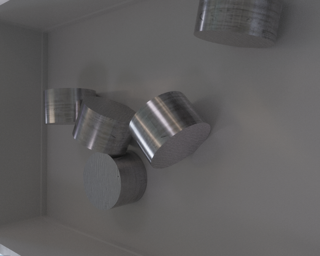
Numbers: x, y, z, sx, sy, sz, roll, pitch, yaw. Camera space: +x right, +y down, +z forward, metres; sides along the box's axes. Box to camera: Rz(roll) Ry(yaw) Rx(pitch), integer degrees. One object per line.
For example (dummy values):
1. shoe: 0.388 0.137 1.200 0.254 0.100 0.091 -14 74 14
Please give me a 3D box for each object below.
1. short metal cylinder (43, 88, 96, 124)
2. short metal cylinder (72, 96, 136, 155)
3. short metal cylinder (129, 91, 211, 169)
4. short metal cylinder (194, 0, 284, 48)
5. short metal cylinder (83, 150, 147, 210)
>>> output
1. short metal cylinder: -0.140 -0.032 0.487 0.080 0.081 0.050 -4 88 40
2. short metal cylinder: -0.075 -0.005 0.433 0.080 0.081 0.050 35 112 34
3. short metal cylinder: 0.011 0.003 0.362 0.080 0.081 0.050 -51 60 28
4. short metal cylinder: 0.077 -0.113 0.307 0.080 0.081 0.050 16 100 39
5. short metal cylinder: -0.065 0.072 0.444 0.080 0.050 0.080 0 90 40
